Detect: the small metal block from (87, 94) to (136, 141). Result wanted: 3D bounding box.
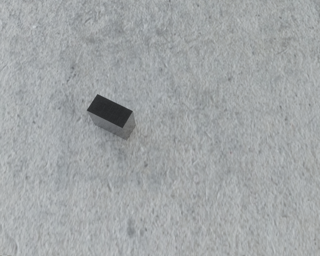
[{"bbox_3d":[-0.061,-0.013,0.399,0.050,0.050,0.025,26,72,9],"label":"small metal block"}]
